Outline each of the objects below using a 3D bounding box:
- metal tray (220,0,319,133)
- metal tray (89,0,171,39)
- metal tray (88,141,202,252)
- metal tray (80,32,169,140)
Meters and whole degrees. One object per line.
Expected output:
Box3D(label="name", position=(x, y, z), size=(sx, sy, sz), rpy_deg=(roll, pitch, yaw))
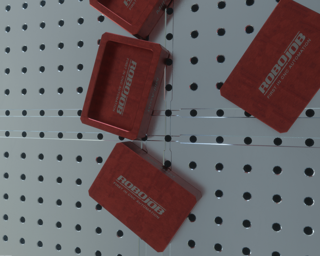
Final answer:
Box3D(label="metal tray", position=(0.143, -0.070, 0.359), size=(0.090, 0.030, 0.129), rpy_deg=(36, 101, 16))
Box3D(label="metal tray", position=(-0.025, -0.198, 0.417), size=(0.090, 0.030, 0.129), rpy_deg=(39, 102, 15))
Box3D(label="metal tray", position=(-0.022, 0.089, 0.417), size=(0.130, 0.030, 0.090), rpy_deg=(35, 101, 16))
Box3D(label="metal tray", position=(-0.050, -0.057, 0.426), size=(0.090, 0.030, 0.129), rpy_deg=(18, 96, 18))
